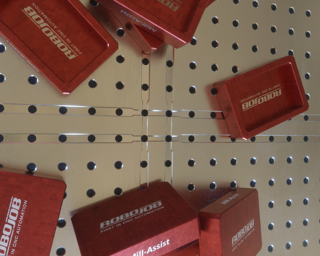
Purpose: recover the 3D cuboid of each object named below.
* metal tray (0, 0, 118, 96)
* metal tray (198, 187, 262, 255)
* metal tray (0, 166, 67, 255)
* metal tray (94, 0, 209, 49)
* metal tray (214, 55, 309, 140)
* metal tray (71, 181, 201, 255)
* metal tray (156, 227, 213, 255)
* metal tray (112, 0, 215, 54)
[{"bbox_3d":[-0.126,-0.113,0.363,0.130,0.030,0.090,47,76,-14],"label":"metal tray"},{"bbox_3d":[0.096,0.138,0.409,0.131,0.030,0.090,-8,93,-54],"label":"metal tray"},{"bbox_3d":[-0.166,0.114,0.349,0.091,0.030,0.129,14,85,-20],"label":"metal tray"},{"bbox_3d":[-0.008,-0.167,0.374,0.131,0.030,0.090,26,82,-18],"label":"metal tray"},{"bbox_3d":[0.155,-0.047,0.466,0.131,0.030,0.090,-23,98,-19],"label":"metal tray"},{"bbox_3d":[-0.030,0.115,0.364,0.131,0.090,0.030,-17,114,-19],"label":"metal tray"},{"bbox_3d":[0.022,0.199,0.418,0.131,0.030,0.090,-23,98,-19],"label":"metal tray"},{"bbox_3d":[0.005,-0.173,0.411,0.130,0.030,0.090,-43,104,-15],"label":"metal tray"}]
